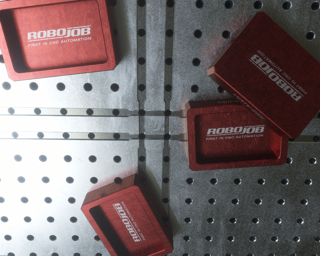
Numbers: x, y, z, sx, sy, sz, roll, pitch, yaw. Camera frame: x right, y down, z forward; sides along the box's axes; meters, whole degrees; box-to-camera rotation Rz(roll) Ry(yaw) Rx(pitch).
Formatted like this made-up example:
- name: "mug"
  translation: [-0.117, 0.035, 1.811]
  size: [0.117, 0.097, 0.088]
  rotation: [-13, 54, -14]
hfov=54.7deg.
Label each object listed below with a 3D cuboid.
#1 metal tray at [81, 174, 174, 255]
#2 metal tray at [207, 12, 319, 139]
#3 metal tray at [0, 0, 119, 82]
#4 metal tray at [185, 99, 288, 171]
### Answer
- name: "metal tray"
  translation: [-0.046, 0.143, 0.462]
  size: [0.090, 0.030, 0.129]
  rotation: [-23, 109, 8]
- name: "metal tray"
  translation: [0.134, -0.060, 0.370]
  size: [0.130, 0.030, 0.090]
  rotation: [39, 88, -7]
- name: "metal tray"
  translation: [-0.121, -0.109, 0.368]
  size: [0.131, 0.030, 0.089]
  rotation: [-6, 110, 2]
- name: "metal tray"
  translation: [0.102, 0.007, 0.414]
  size: [0.131, 0.030, 0.089]
  rotation: [-4, 110, 1]
